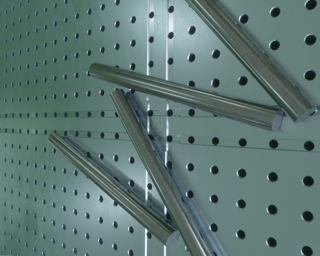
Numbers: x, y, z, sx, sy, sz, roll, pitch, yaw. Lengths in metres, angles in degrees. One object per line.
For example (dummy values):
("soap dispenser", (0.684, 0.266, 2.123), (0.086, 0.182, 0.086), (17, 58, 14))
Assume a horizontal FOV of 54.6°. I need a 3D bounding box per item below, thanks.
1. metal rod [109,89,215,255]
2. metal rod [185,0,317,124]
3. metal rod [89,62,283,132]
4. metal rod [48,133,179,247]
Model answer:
("metal rod", (0.004, 0.070, 0.406), (0.025, 0.025, 0.299), (-44, 64, 31))
("metal rod", (0.064, -0.126, 0.356), (0.025, 0.025, 0.299), (-48, 62, 29))
("metal rod", (0.008, -0.050, 0.403), (0.300, 0.025, 0.025), (21, 103, 38))
("metal rod", (-0.089, 0.081, 0.484), (0.300, 0.025, 0.025), (30, 109, 36))
